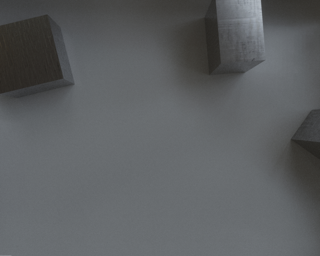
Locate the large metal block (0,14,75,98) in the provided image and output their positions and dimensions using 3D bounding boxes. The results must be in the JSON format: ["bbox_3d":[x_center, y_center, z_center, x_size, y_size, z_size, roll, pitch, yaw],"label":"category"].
[{"bbox_3d":[-0.165,-0.089,0.397,0.080,0.050,0.080,-14,90,-1],"label":"large metal block"}]

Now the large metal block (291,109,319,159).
[{"bbox_3d":[0.228,0.018,0.387,0.080,0.080,0.050,35,90,-1],"label":"large metal block"}]

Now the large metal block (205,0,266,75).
[{"bbox_3d":[0.090,-0.114,0.385,0.050,0.080,0.079,-5,90,0],"label":"large metal block"}]
